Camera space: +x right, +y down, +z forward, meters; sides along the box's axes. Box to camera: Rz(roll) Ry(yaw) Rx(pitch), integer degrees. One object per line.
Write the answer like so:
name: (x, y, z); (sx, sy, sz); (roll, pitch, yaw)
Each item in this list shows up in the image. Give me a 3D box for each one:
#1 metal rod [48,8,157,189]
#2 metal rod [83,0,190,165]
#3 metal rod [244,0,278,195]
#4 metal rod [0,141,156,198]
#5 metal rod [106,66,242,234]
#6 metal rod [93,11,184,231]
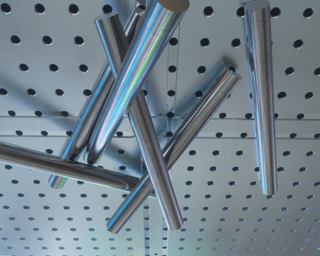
metal rod: (-0.087, -0.015, 0.397); (0.025, 0.025, 0.298); (23, 126, -19)
metal rod: (-0.046, -0.021, 0.324); (0.025, 0.025, 0.299); (17, 149, -14)
metal rod: (0.135, -0.012, 0.401); (0.025, 0.025, 0.299); (-12, 129, 10)
metal rod: (-0.124, 0.056, 0.423); (0.302, 0.025, 0.025); (21, 128, -30)
metal rod: (0.006, 0.045, 0.422); (0.025, 0.025, 0.298); (26, 117, -20)
metal rod: (-0.015, 0.016, 0.372); (0.025, 0.025, 0.299); (-11, 122, 9)
